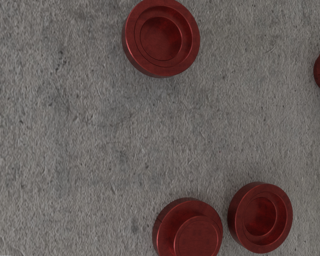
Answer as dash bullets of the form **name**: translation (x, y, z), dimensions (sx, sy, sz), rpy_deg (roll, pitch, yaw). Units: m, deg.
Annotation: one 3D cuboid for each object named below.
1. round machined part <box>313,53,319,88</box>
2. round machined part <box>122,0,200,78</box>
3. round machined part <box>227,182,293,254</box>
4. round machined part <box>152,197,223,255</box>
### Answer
- **round machined part**: translation (0.294, -0.094, 0.508), dimensions (0.099, 0.042, 0.097), rpy_deg (0, 90, -20)
- **round machined part**: translation (-0.001, -0.112, 0.399), dimensions (0.099, 0.042, 0.097), rpy_deg (0, 90, -20)
- **round machined part**: translation (0.140, 0.127, 0.452), dimensions (0.099, 0.042, 0.097), rpy_deg (0, 90, -20)
- **round machined part**: translation (0.042, 0.146, 0.416), dimensions (0.099, 0.042, 0.097), rpy_deg (0, 90, -20)
